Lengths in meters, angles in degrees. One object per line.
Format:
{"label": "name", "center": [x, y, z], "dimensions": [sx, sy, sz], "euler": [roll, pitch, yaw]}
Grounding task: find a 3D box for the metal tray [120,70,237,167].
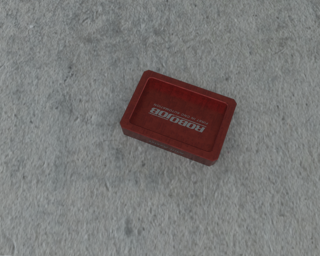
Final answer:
{"label": "metal tray", "center": [0.024, -0.014, 0.410], "dimensions": [0.131, 0.030, 0.090], "euler": [20, 71, 7]}
